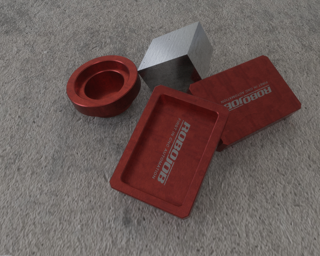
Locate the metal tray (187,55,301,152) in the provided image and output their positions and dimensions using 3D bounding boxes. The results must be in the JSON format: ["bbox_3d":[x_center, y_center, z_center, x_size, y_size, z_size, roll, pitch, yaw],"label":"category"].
[{"bbox_3d":[0.109,-0.035,0.411,0.131,0.030,0.090,-24,74,-19],"label":"metal tray"}]

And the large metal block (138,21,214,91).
[{"bbox_3d":[0.024,-0.099,0.448,0.080,0.050,0.080,-11,42,33],"label":"large metal block"}]

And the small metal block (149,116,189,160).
[{"bbox_3d":[0.007,0.012,0.393,0.050,0.025,0.050,28,55,21],"label":"small metal block"}]

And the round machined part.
[{"bbox_3d":[-0.074,-0.053,0.428,0.098,0.042,0.098,-6,51,8],"label":"round machined part"}]

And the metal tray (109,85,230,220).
[{"bbox_3d":[0.013,0.024,0.347,0.090,0.030,0.130,21,74,13],"label":"metal tray"}]
